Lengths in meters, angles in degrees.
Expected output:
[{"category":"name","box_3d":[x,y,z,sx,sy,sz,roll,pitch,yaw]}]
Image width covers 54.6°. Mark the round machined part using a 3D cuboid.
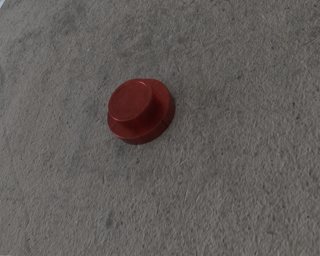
[{"category":"round machined part","box_3d":[-0.032,-0.029,0.429,0.098,0.042,0.098,-13,56,21]}]
